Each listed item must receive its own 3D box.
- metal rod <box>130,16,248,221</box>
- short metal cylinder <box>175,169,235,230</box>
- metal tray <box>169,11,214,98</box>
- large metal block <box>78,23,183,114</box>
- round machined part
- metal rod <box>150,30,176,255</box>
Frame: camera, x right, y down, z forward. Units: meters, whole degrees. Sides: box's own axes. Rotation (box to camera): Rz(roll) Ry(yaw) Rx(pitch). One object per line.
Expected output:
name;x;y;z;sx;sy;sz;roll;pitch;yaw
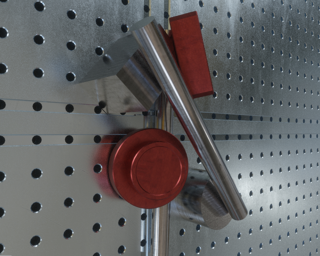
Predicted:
metal rod;0.048;0.014;0.360;0.025;0.025;0.299;-51;128;-28
short metal cylinder;0.069;0.102;0.454;0.081;0.050;0.079;0;90;-40
metal tray;0.041;-0.090;0.391;0.130;0.030;0.089;-63;140;-75
large metal block;-0.032;-0.064;0.349;0.050;0.080;0.080;49;61;-29
round machined part;-0.009;0.049;0.372;0.099;0.042;0.097;0;90;-23
metal rod;0.004;0.020;0.415;0.025;0.025;0.298;3;88;-40
